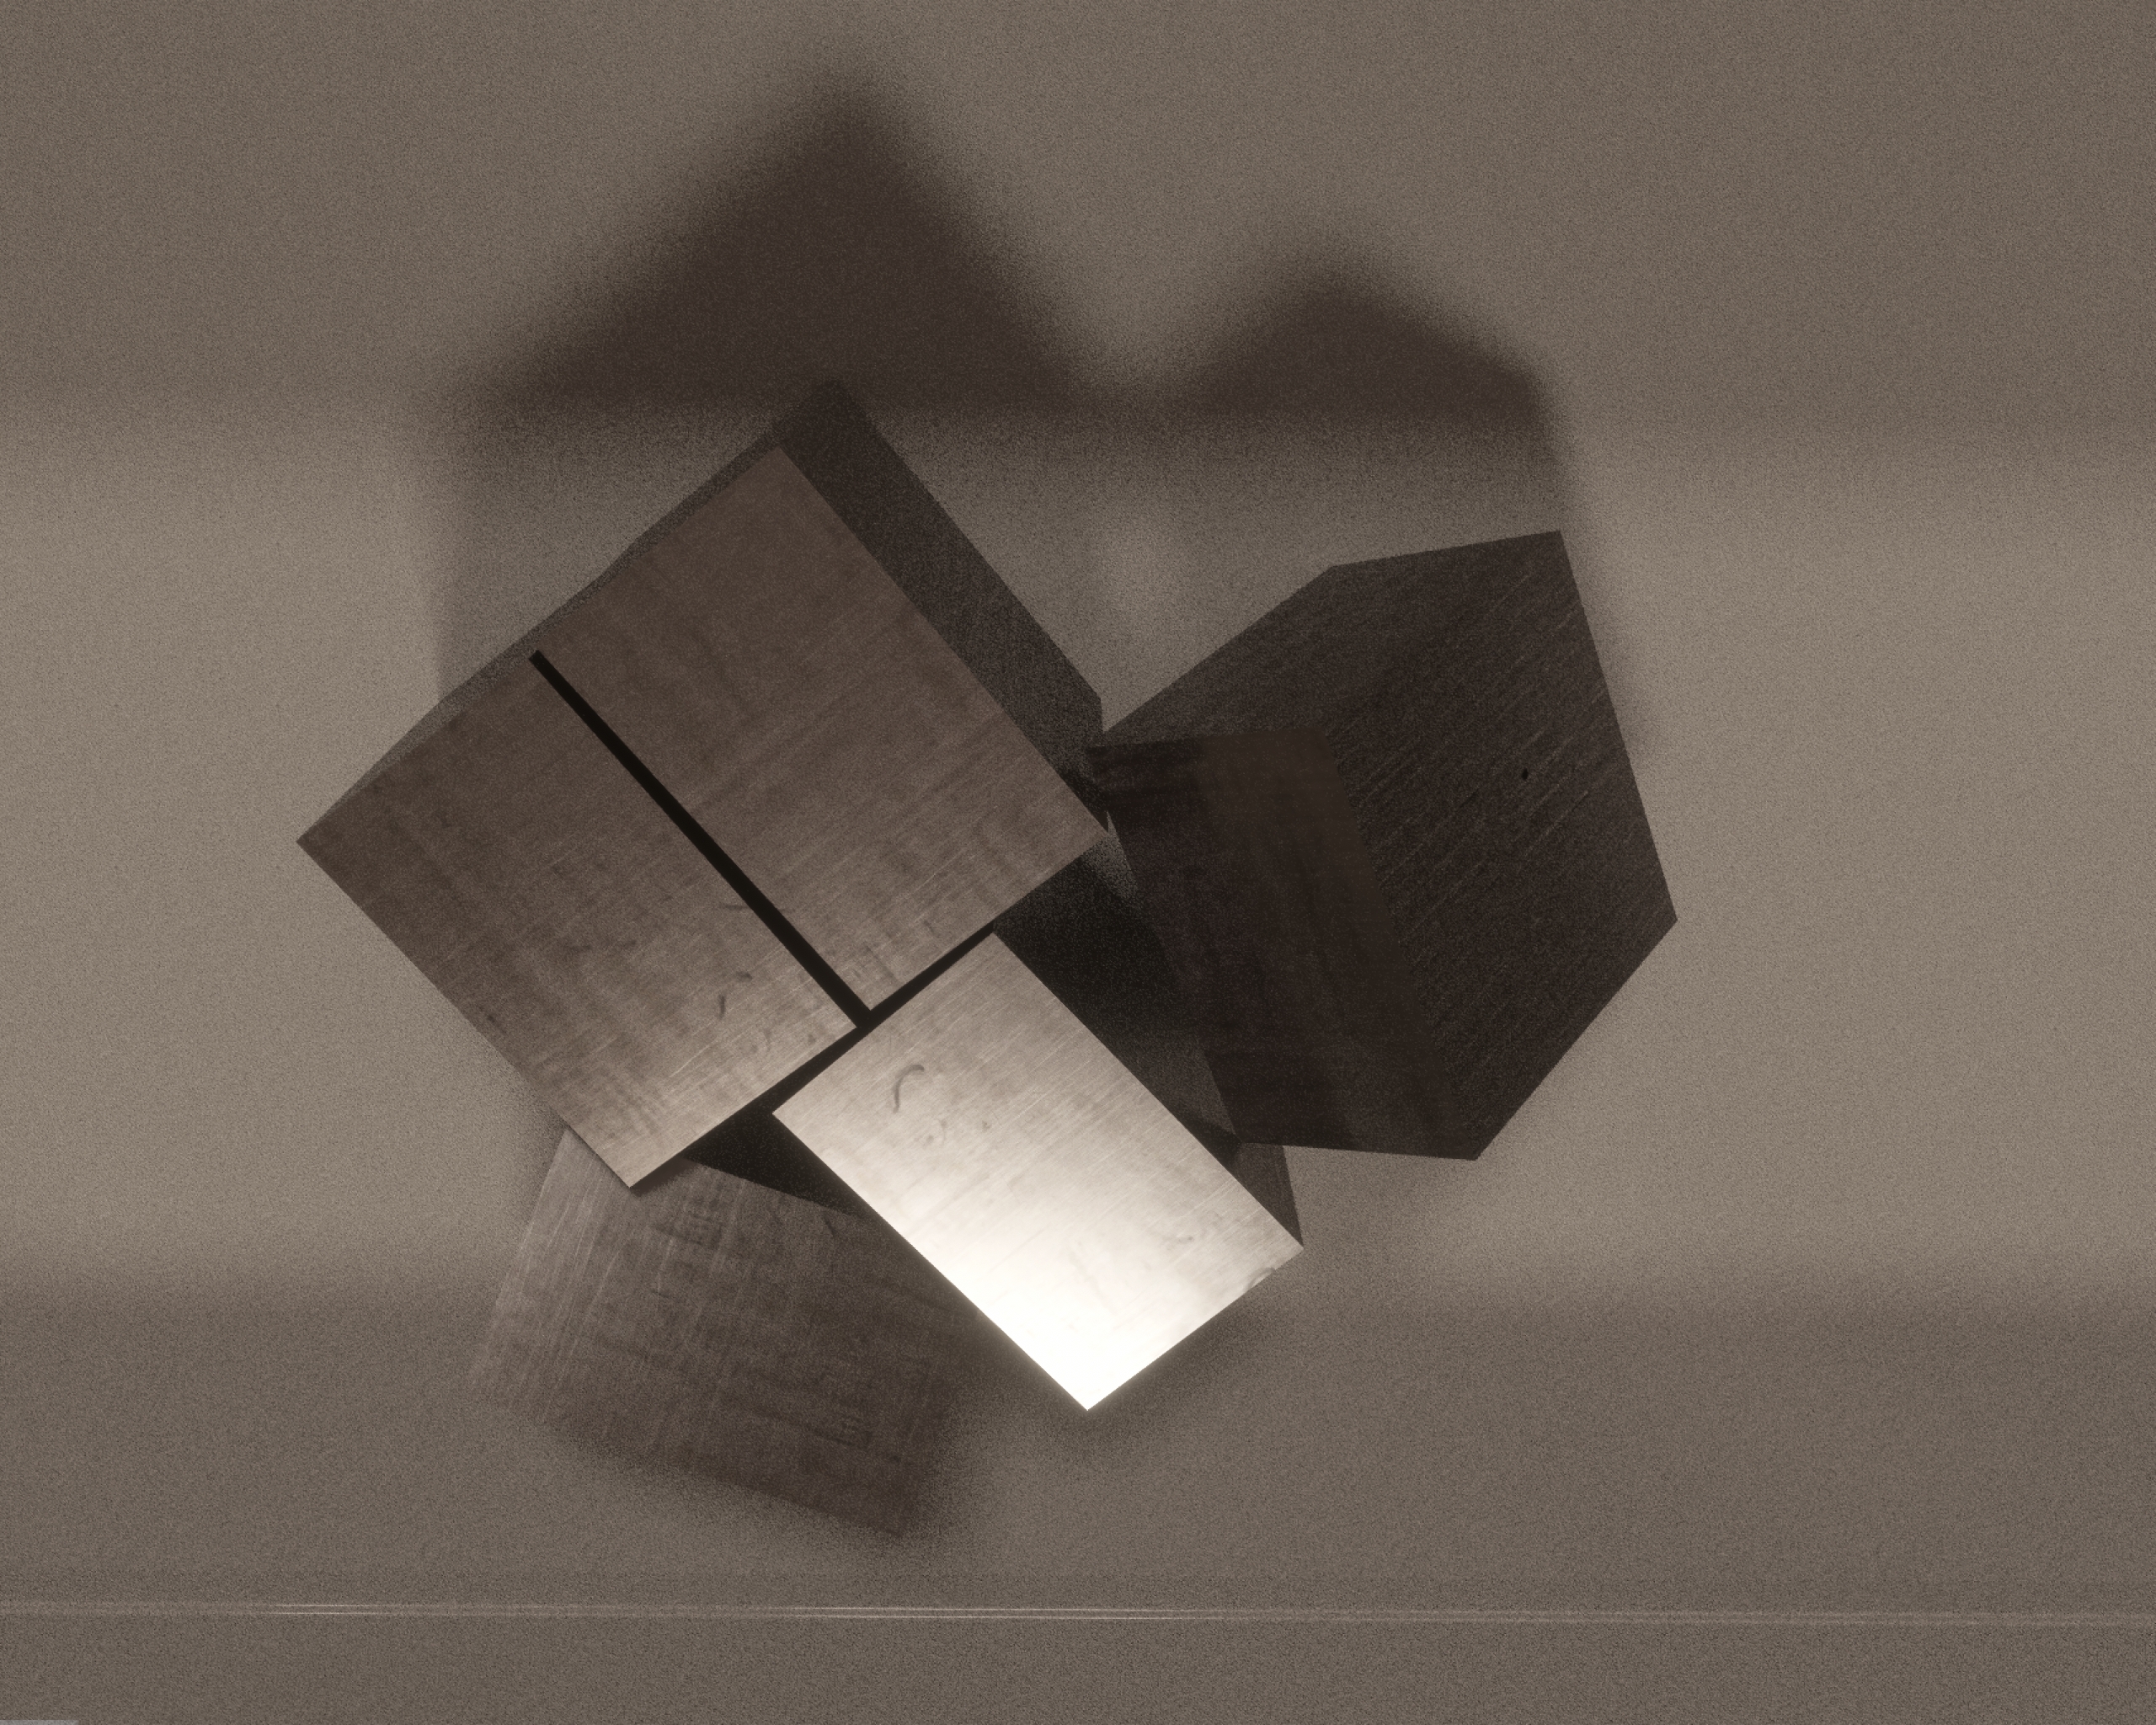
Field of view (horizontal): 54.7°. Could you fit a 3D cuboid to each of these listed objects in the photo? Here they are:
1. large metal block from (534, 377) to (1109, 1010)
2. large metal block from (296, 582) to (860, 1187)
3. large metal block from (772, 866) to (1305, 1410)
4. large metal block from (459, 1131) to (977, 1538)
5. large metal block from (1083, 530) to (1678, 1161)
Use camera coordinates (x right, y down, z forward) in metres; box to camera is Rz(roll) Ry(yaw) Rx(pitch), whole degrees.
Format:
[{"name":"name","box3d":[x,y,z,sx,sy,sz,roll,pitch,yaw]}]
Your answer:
[{"name":"large metal block","box3d":[-0.040,-0.033,0.367,0.050,0.080,0.080,-37,106,12]},{"name":"large metal block","box3d":[-0.082,-0.002,0.379,0.050,0.080,0.080,-36,107,12]},{"name":"large metal block","box3d":[-0.006,0.041,0.395,0.050,0.080,0.080,-40,106,13]},{"name":"large metal block","box3d":[-0.069,0.090,0.406,0.080,0.080,0.050,21,74,-8]},{"name":"large metal block","box3d":[0.057,-0.004,0.373,0.050,0.080,0.080,-3,117,44]}]
